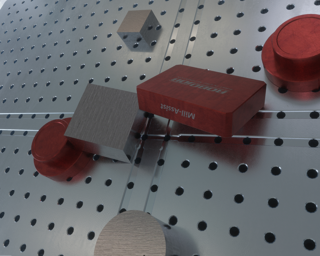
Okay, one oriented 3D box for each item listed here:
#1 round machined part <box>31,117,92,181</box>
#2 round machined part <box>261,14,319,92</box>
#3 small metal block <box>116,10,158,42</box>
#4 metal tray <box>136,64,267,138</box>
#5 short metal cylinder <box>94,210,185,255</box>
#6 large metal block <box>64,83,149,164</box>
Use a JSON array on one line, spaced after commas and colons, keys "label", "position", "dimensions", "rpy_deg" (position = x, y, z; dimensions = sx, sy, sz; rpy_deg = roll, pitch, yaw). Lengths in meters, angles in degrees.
[{"label": "round machined part", "position": [-0.150, 0.026, 0.461], "dimensions": [0.098, 0.042, 0.098], "rpy_deg": [-13, 56, 21]}, {"label": "round machined part", "position": [0.171, -0.095, 0.366], "dimensions": [0.098, 0.042, 0.098], "rpy_deg": [-13, 56, 21]}, {"label": "small metal block", "position": [-0.039, -0.177, 0.538], "dimensions": [0.050, 0.025, 0.050], "rpy_deg": [11, 67, 33]}, {"label": "metal tray", "position": [0.048, -0.039, 0.374], "dimensions": [0.130, 0.030, 0.091], "rpy_deg": [20, 40, 35]}, {"label": "short metal cylinder", "position": [-0.021, 0.132, 0.322], "dimensions": [0.080, 0.050, 0.080], "rpy_deg": [-13, 56, 21]}, {"label": "large metal block", "position": [-0.068, -0.007, 0.417], "dimensions": [0.080, 0.050, 0.080], "rpy_deg": [13, 67, 13]}]
